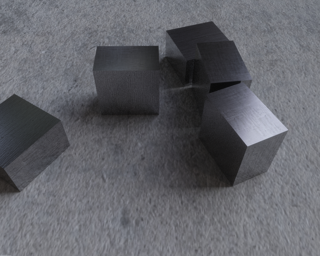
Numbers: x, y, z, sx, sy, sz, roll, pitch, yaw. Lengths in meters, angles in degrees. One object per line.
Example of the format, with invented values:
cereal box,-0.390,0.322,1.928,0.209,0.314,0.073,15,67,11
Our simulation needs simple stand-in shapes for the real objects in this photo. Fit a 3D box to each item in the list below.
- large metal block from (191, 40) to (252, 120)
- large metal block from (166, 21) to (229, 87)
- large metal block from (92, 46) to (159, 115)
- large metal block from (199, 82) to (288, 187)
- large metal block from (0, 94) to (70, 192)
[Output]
large metal block,0.079,-0.059,0.419,0.050,0.080,0.080,-6,50,-5
large metal block,0.061,-0.118,0.487,0.081,0.050,0.080,-16,52,-13
large metal block,-0.042,-0.063,0.420,0.081,0.080,0.050,-1,50,-1
large metal block,0.091,0.008,0.362,0.050,0.080,0.080,-19,53,-16
large metal block,-0.171,0.015,0.372,0.080,0.050,0.080,27,55,20
